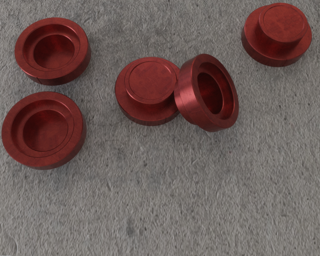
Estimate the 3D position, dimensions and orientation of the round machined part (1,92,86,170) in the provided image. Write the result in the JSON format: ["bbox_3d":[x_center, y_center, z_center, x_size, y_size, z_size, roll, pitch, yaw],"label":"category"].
[{"bbox_3d":[-0.143,0.006,0.396,0.099,0.042,0.098,0,70,0],"label":"round machined part"}]

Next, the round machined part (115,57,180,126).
[{"bbox_3d":[-0.012,-0.055,0.419,0.099,0.042,0.098,0,70,0],"label":"round machined part"}]

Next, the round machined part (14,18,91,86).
[{"bbox_3d":[-0.146,-0.102,0.435,0.099,0.042,0.098,0,70,0],"label":"round machined part"}]

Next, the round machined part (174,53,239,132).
[{"bbox_3d":[0.056,-0.041,0.396,0.099,0.042,0.098,20,61,-41],"label":"round machined part"}]

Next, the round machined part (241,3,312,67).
[{"bbox_3d":[0.173,-0.142,0.452,0.099,0.042,0.098,0,70,0],"label":"round machined part"}]
